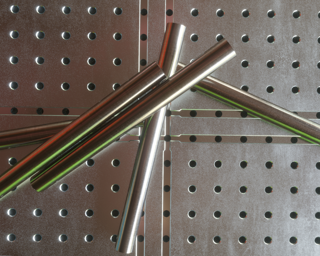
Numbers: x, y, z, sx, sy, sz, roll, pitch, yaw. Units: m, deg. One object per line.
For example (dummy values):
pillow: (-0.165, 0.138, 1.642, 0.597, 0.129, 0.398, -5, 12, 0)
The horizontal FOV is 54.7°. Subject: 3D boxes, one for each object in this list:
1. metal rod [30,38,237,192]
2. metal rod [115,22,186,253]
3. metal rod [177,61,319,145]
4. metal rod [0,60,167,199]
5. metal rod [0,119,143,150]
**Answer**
metal rod: (-0.042, -0.008, 0.381, 0.300, 0.025, 0.025, -34, 91, 12)
metal rod: (-0.013, 0.016, 0.401, 0.025, 0.025, 0.298, 13, 95, -1)
metal rod: (0.158, -0.016, 0.415, 0.301, 0.025, 0.025, 24, 90, -1)
metal rod: (-0.120, 0.015, 0.388, 0.300, 0.025, 0.025, -35, 91, 9)
metal rod: (-0.172, 0.010, 0.411, 0.302, 0.025, 0.025, -9, 90, -1)
